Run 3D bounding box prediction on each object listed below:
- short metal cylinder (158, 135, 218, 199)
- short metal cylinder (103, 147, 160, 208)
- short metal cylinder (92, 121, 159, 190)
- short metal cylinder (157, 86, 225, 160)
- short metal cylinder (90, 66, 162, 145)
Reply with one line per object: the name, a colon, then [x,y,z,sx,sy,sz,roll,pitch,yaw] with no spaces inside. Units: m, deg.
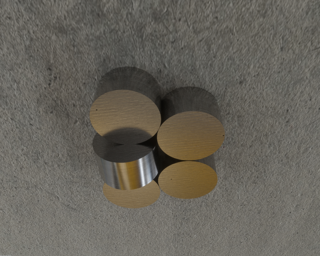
short metal cylinder: [0.038,0.056,0.439,0.080,0.050,0.079,0,131,1]
short metal cylinder: [-0.039,0.073,0.454,0.080,0.050,0.079,0,131,1]
short metal cylinder: [-0.042,0.033,0.400,0.080,0.080,0.050,-2,130,2]
short metal cylinder: [0.037,-0.005,0.387,0.081,0.050,0.079,0,131,0]
short metal cylinder: [-0.039,-0.026,0.369,0.080,0.050,0.079,0,131,1]
